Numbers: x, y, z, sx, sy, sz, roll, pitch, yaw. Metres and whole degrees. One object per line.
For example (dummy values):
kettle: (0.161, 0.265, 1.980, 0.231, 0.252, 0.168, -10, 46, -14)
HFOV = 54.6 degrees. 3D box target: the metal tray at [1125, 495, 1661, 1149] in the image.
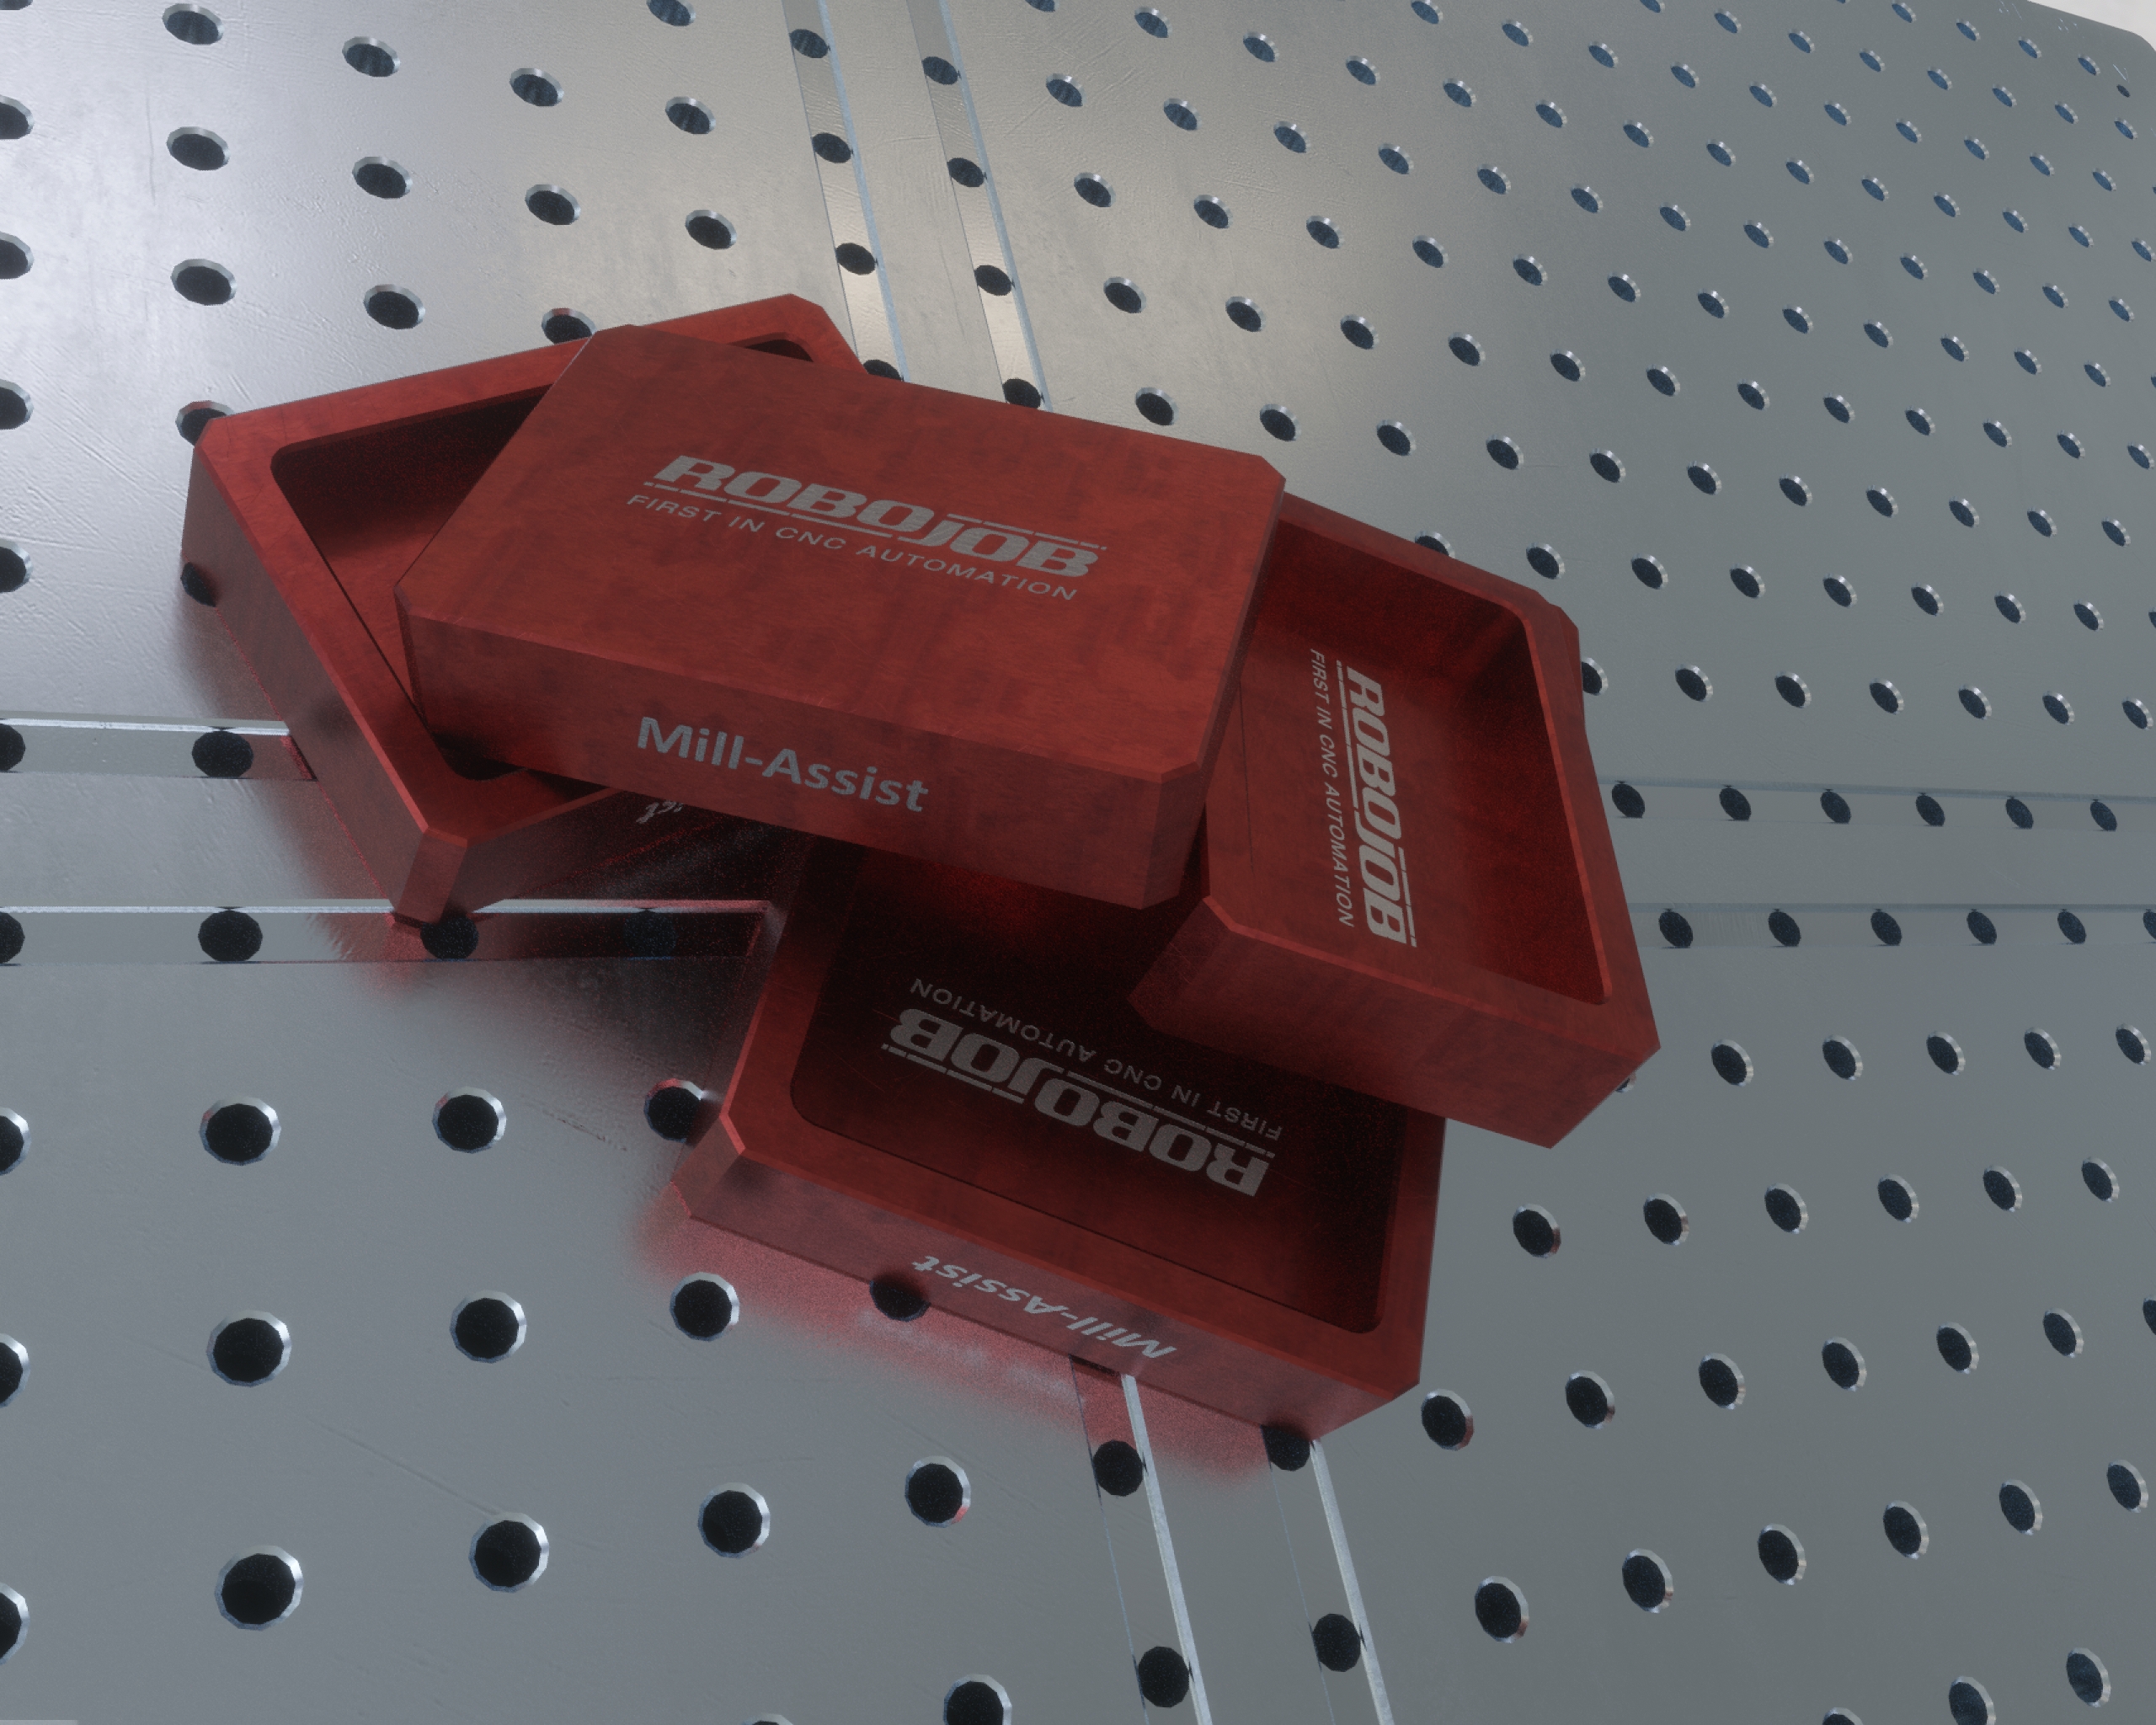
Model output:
metal tray: (0.056, -0.015, 0.403, 0.091, 0.030, 0.130, 18, 43, -17)

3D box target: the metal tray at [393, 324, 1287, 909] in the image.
metal tray: (-0.037, -0.046, 0.361, 0.131, 0.030, 0.090, 13, 45, 6)

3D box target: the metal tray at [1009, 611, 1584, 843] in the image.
metal tray: (0.046, -0.031, 0.447, 0.131, 0.030, 0.090, 17, 55, -17)

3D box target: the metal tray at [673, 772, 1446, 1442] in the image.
metal tray: (0.003, 0.040, 0.381, 0.131, 0.030, 0.090, 24, 53, -14)

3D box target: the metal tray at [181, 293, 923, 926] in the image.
metal tray: (-0.084, -0.053, 0.391, 0.131, 0.030, 0.090, -25, 75, -36)
